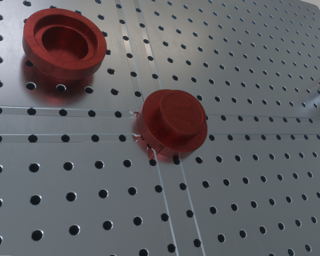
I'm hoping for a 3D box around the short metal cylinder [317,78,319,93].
[{"bbox_3d":[0.382,-0.088,0.652,0.081,0.050,0.080,14,56,-21],"label":"short metal cylinder"}]

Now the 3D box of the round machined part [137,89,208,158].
[{"bbox_3d":[0.023,-0.012,0.417,0.099,0.042,0.098,14,56,-21],"label":"round machined part"}]

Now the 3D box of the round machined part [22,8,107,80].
[{"bbox_3d":[-0.121,-0.101,0.393,0.099,0.042,0.098,14,56,-21],"label":"round machined part"}]
